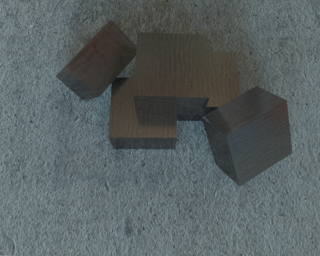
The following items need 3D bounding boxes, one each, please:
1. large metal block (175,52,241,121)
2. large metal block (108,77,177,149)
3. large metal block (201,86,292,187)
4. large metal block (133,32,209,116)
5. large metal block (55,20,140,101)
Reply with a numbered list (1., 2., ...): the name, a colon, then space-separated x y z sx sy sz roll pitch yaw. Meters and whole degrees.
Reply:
1. large metal block: 0.060 -0.055 0.417 0.081 0.050 0.080 0 70 0
2. large metal block: -0.020 -0.018 0.400 0.081 0.050 0.080 0 70 0
3. large metal block: 0.106 0.009 0.371 0.080 0.080 0.050 -30 35 -11
4. large metal block: 0.013 -0.062 0.364 0.081 0.050 0.080 2 70 0
5. large metal block: -0.083 -0.084 0.402 0.050 0.080 0.080 44 73 -21
